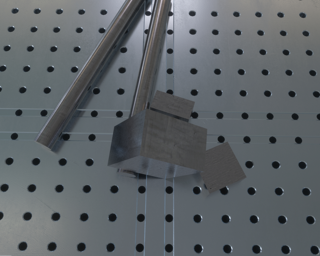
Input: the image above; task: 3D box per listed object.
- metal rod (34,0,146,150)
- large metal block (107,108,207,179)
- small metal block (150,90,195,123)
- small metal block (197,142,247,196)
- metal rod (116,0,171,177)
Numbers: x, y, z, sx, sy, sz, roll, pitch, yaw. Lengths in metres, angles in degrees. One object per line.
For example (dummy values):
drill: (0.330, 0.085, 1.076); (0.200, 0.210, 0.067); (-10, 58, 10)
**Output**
metal rod: (-0.087, -0.104, 0.448); (0.025, 0.025, 0.300); (24, 72, 8)
large metal block: (-0.004, 0.023, 0.358); (0.081, 0.080, 0.050); (18, 68, -28)
small metal block: (0.016, -0.021, 0.406); (0.050, 0.050, 0.025); (18, 71, 6)
small metal block: (0.073, 0.052, 0.393); (0.050, 0.025, 0.050); (-22, 72, -8)
metal rod: (-0.017, -0.080, 0.440); (0.025, 0.025, 0.299); (9, 70, 3)
